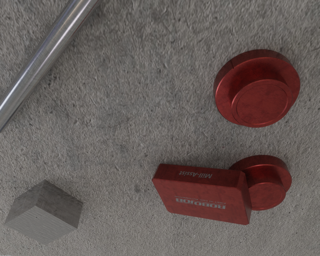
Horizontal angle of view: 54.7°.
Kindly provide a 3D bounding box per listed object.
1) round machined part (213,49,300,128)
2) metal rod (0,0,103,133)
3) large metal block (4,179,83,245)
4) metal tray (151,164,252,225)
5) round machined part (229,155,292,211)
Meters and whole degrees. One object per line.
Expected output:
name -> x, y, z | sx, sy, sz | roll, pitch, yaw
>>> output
round machined part -> 0.115, -0.039, 0.364 | 0.099, 0.042, 0.097 | 0, 130, 0
metal rod -> -0.114, -0.088, 0.330 | 0.025, 0.025, 0.299 | 34, 122, -26
large metal block -> -0.188, 0.140, 0.508 | 0.080, 0.050, 0.080 | -31, 124, 24
metal tray -> 0.063, 0.097, 0.457 | 0.130, 0.030, 0.090 | 2, 134, 27
round machined part -> 0.152, 0.090, 0.474 | 0.099, 0.042, 0.097 | 0, 130, 0
